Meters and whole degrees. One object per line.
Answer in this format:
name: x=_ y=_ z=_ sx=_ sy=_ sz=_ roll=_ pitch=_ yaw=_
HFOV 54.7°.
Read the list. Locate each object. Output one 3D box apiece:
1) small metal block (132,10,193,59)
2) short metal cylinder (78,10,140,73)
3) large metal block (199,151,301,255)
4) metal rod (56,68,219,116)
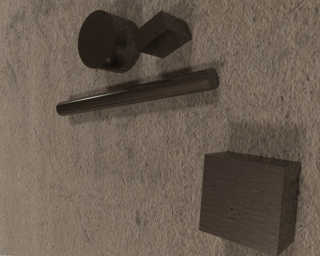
small metal block: x=0.003 y=-0.114 z=0.384 sx=0.050 sy=0.050 sz=0.025 roll=-27 pitch=74 yaw=36
short metal cylinder: x=-0.073 y=-0.122 z=0.446 sx=0.080 sy=0.050 sz=0.079 roll=0 pitch=90 yaw=39
large metal block: x=0.090 y=0.070 z=0.313 sx=0.080 sy=0.050 sz=0.079 roll=6 pitch=94 yaw=39
metal rod: x=-0.055 y=-0.045 z=0.447 sx=0.300 sy=0.025 sz=0.025 roll=-6 pitch=87 yaw=39
